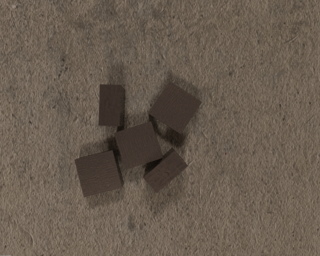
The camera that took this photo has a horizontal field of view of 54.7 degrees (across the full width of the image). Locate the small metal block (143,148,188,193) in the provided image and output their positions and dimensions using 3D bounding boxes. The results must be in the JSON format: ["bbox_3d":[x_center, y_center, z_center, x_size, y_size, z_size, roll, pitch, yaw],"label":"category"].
[{"bbox_3d":[0.007,0.053,0.398,0.050,0.050,0.025,-41,91,0],"label":"small metal block"}]

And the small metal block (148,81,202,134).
[{"bbox_3d":[0.019,-0.026,0.410,0.050,0.025,0.050,33,90,-1],"label":"small metal block"}]

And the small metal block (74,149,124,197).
[{"bbox_3d":[-0.079,0.059,0.409,0.050,0.025,0.050,-14,90,-1],"label":"small metal block"}]

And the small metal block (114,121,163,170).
[{"bbox_3d":[-0.028,0.022,0.410,0.050,0.025,0.050,-18,90,-1],"label":"small metal block"}]

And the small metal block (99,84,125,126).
[{"bbox_3d":[-0.060,-0.028,0.397,0.025,0.050,0.050,2,90,0],"label":"small metal block"}]
